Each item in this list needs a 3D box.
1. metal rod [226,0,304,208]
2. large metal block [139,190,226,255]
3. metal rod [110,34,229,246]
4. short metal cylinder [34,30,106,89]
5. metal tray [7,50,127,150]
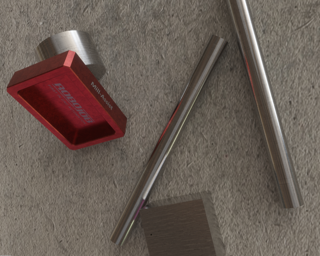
[{"bbox_3d":[0.117,-0.056,0.367,0.025,0.025,0.298,-15,85,19],"label":"metal rod"},{"bbox_3d":[0.029,0.129,0.385,0.080,0.050,0.080,-15,85,19],"label":"large metal block"},{"bbox_3d":[0.008,0.022,0.405,0.025,0.025,0.298,29,99,17],"label":"metal rod"},{"bbox_3d":[-0.121,-0.088,0.421,0.080,0.080,0.050,-27,81,18],"label":"short metal cylinder"},{"bbox_3d":[-0.112,-0.028,0.397,0.090,0.130,0.030,-16,46,19],"label":"metal tray"}]
